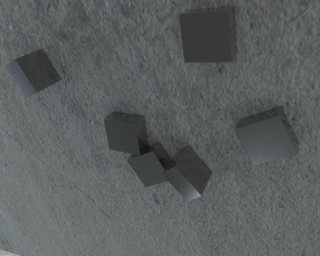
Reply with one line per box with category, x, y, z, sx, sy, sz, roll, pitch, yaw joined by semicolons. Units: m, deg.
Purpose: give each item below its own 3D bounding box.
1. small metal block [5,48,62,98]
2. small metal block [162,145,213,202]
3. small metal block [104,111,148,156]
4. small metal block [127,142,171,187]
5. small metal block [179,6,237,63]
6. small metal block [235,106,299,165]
small metal block;-0.175;-0.077;0.433;0.025;0.050;0.050;-17;110;34
small metal block;0.037;0.059;0.407;0.050;0.050;0.025;49;129;-6
small metal block;-0.047;0.007;0.434;0.050;0.025;0.050;9;122;23
small metal block;-0.011;0.053;0.444;0.050;0.025;0.050;-23;107;36
small metal block;0.051;-0.096;0.320;0.050;0.025;0.050;5;121;25
small metal block;0.121;0.009;0.348;0.050;0.025;0.050;-21;108;35
